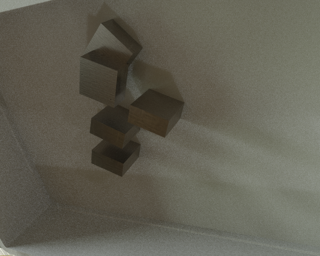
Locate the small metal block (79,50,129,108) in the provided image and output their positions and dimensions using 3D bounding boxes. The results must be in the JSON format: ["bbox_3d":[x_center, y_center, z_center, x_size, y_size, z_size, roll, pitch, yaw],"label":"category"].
[{"bbox_3d":[-0.068,-0.059,0.374,0.050,0.025,0.050,23,127,14],"label":"small metal block"}]

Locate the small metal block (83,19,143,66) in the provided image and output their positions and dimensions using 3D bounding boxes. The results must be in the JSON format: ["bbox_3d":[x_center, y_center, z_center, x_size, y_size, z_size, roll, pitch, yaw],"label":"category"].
[{"bbox_3d":[-0.058,-0.095,0.379,0.050,0.025,0.050,44,129,-3],"label":"small metal block"}]

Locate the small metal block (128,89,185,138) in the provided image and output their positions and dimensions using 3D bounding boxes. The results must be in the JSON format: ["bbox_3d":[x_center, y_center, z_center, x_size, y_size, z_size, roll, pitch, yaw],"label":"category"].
[{"bbox_3d":[-0.004,-0.020,0.381,0.050,0.050,0.025,23,127,14],"label":"small metal block"}]

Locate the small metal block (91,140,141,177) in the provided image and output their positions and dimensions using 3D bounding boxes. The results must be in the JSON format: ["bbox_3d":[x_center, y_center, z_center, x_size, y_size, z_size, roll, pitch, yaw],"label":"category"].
[{"bbox_3d":[-0.063,0.037,0.447,0.050,0.050,0.025,21,126,15],"label":"small metal block"}]

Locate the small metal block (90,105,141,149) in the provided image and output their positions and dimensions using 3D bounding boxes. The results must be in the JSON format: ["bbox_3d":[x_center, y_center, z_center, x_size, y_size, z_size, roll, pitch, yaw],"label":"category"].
[{"bbox_3d":[-0.058,-0.005,0.419,0.050,0.050,0.025,25,127,12],"label":"small metal block"}]
